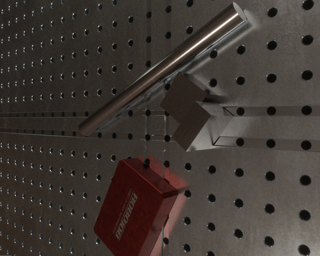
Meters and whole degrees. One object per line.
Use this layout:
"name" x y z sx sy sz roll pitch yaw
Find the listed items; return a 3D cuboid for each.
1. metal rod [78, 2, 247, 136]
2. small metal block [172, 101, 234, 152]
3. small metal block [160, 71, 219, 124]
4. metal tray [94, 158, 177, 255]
"metal rod" -0.018 -0.062 0.421 0.299 0.025 0.025 -32 71 35
"small metal block" 0.049 -0.002 0.351 0.025 0.050 0.050 46 117 30
"small metal block" 0.034 -0.034 0.379 0.050 0.025 0.050 44 116 31
"metal tray" -0.039 0.119 0.436 0.090 0.030 0.129 34 111 34
